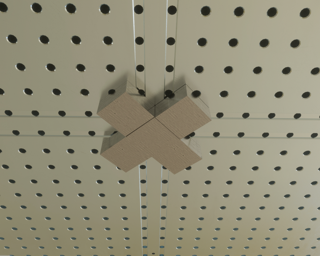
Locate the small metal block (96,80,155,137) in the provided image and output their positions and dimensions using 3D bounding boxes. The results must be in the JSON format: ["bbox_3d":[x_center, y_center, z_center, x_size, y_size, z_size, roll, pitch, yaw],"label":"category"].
[{"bbox_3d":[-0.042,-0.023,0.391,0.050,0.025,0.050,-33,123,25],"label":"small metal block"}]

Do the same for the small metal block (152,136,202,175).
[{"bbox_3d":[0.024,0.034,0.441,0.050,0.025,0.050,-33,123,25],"label":"small metal block"}]

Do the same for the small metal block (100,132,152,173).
[{"bbox_3d":[-0.047,0.030,0.437,0.050,0.025,0.050,-34,123,25],"label":"small metal block"}]

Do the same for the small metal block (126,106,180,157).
[{"bbox_3d":[-0.009,0.006,0.415,0.050,0.025,0.050,-34,123,25],"label":"small metal block"}]

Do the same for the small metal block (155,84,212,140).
[{"bbox_3d":[0.029,-0.019,0.395,0.050,0.025,0.050,-34,123,25],"label":"small metal block"}]
